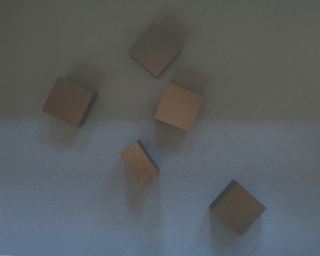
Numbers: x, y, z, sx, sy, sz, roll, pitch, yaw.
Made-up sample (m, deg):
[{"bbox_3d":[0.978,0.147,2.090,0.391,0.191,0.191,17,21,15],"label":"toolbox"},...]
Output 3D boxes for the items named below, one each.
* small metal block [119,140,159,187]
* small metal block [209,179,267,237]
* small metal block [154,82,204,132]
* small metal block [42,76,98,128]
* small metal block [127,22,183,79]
[{"bbox_3d":[-0.025,0.043,0.399,0.025,0.050,0.050,-34,90,0],"label":"small metal block"},{"bbox_3d":[0.103,0.105,0.412,0.050,0.025,0.050,42,90,0],"label":"small metal block"},{"bbox_3d":[0.025,-0.027,0.411,0.050,0.025,0.050,21,90,0],"label":"small metal block"},{"bbox_3d":[-0.119,-0.034,0.410,0.050,0.025,0.050,26,90,0],"label":"small metal block"},{"bbox_3d":[-0.006,-0.101,0.411,0.050,0.025,0.050,41,90,0],"label":"small metal block"}]
